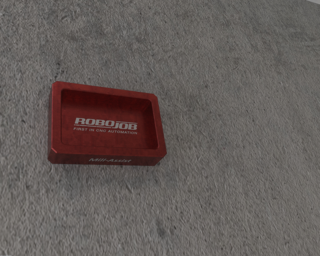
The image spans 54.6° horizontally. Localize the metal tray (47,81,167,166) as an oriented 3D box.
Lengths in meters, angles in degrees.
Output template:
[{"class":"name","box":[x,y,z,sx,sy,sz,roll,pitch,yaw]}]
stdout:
[{"class":"metal tray","box":[-0.062,-0.003,0.368,0.131,0.030,0.090,5,60,-26]}]
